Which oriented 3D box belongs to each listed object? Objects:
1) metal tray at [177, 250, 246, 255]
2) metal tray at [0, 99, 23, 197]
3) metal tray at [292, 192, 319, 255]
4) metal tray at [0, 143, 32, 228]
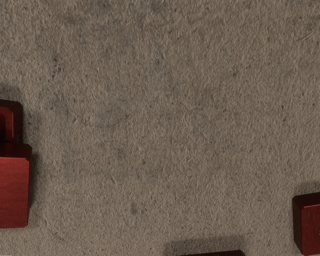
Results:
[{"bbox_3d":[0.073,0.246,0.483,0.131,0.030,0.089,-6,91,1],"label":"metal tray"},{"bbox_3d":[-0.235,0.025,0.412,0.091,0.030,0.129,8,110,-4],"label":"metal tray"},{"bbox_3d":[0.270,0.137,0.462,0.131,0.030,0.089,-10,110,3],"label":"metal tray"},{"bbox_3d":[-0.220,0.079,0.407,0.091,0.030,0.129,4,123,-19],"label":"metal tray"}]
